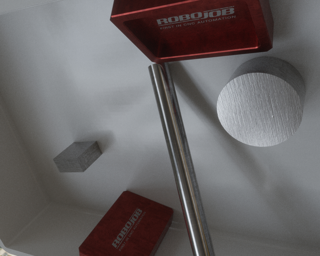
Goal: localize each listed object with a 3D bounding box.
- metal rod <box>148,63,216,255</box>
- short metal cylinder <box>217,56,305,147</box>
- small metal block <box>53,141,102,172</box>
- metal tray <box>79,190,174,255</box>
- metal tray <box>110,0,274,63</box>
[{"bbox_3d":[0.033,0.071,0.360,0.025,0.025,0.298,-15,88,34],"label":"metal rod"},{"bbox_3d":[0.105,-0.028,0.320,0.080,0.050,0.079,13,124,20],"label":"short metal cylinder"},{"bbox_3d":[-0.128,0.045,0.486,0.050,0.050,0.025,-5,116,30],"label":"small metal block"},{"bbox_3d":[-0.046,0.158,0.461,0.090,0.131,0.030,18,125,17],"label":"metal tray"},{"bbox_3d":[0.032,-0.100,0.290,0.130,0.030,0.090,0,163,28],"label":"metal tray"}]
